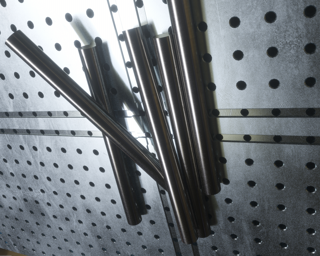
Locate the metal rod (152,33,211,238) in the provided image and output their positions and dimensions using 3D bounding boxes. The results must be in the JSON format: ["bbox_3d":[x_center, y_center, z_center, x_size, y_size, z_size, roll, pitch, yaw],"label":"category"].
[{"bbox_3d":[0.034,0.028,0.408,0.025,0.025,0.298,1,119,27],"label":"metal rod"}]

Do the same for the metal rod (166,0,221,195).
[{"bbox_3d":[0.040,-0.047,0.360,0.025,0.025,0.298,1,119,27],"label":"metal rod"}]

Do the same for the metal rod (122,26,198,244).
[{"bbox_3d":[0.006,0.023,0.402,0.025,0.025,0.298,-5,111,30],"label":"metal rod"}]

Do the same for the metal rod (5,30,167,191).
[{"bbox_3d":[-0.074,-0.008,0.413,0.300,0.025,0.025,45,130,-16],"label":"metal rod"}]

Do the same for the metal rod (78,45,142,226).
[{"bbox_3d":[-0.068,0.027,0.461,0.025,0.025,0.298,4,120,26],"label":"metal rod"}]
